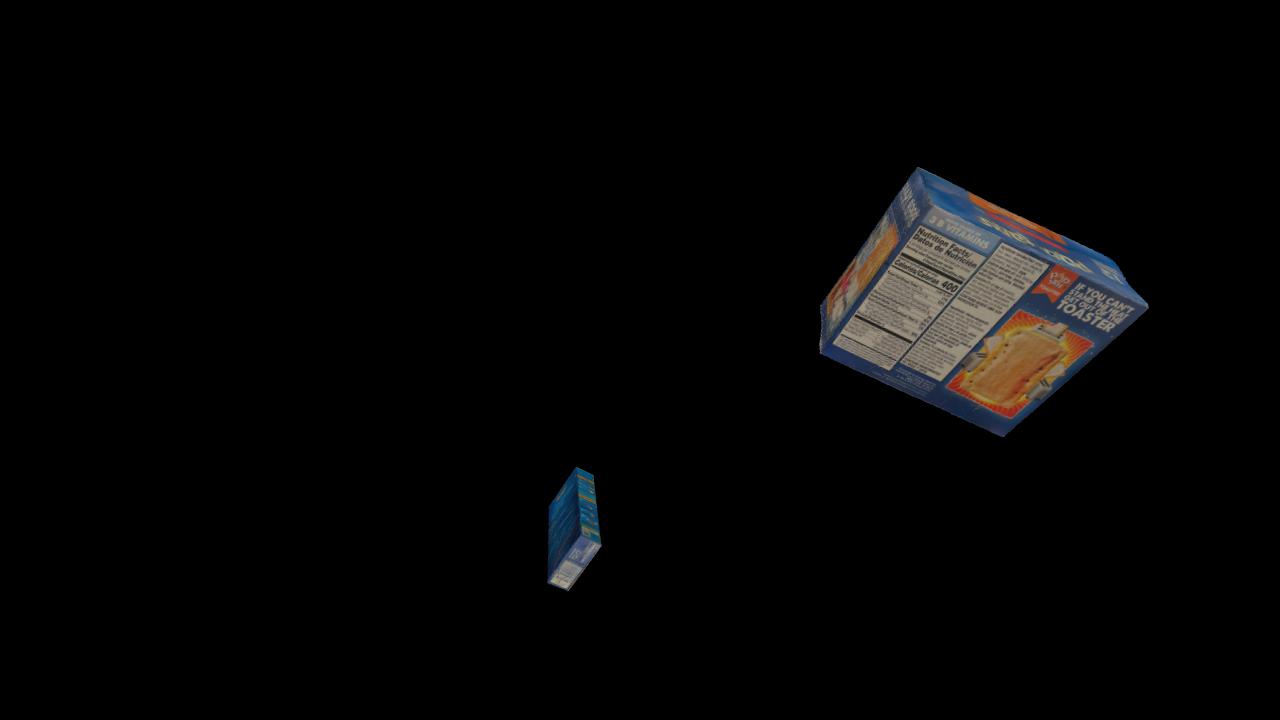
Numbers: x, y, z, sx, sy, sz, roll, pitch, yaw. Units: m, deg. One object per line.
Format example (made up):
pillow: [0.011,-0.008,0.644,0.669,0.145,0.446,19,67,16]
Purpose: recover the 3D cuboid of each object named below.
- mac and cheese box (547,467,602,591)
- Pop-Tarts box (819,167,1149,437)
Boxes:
mac and cheese box: [-0.102,0.248,0.928,0.041,0.093,0.184,29,15,-16]
Pop-Tarts box: [0.249,-0.042,0.477,0.167,0.141,0.083,24,38,-3]
